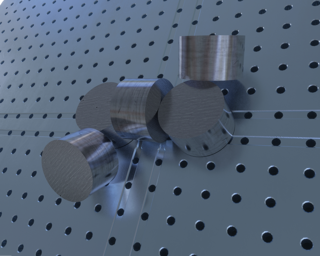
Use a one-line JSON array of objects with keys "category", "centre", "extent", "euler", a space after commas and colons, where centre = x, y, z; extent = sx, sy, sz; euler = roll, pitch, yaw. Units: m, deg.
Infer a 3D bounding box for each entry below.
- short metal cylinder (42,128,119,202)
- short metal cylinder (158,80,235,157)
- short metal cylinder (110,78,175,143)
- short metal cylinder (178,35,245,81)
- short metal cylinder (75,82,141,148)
[{"category": "short metal cylinder", "centre": [-0.100, 0.045, 0.389], "extent": [0.080, 0.050, 0.079], "euler": [9, 110, 26]}, {"category": "short metal cylinder", "centre": [0.045, -0.012, 0.374], "extent": [0.080, 0.050, 0.080], "euler": [-13, 56, 20]}, {"category": "short metal cylinder", "centre": [-0.018, -0.023, 0.395], "extent": [0.050, 0.080, 0.080], "euler": [5, 64, 30]}, {"category": "short metal cylinder", "centre": [0.063, -0.088, 0.385], "extent": [0.080, 0.081, 0.050], "euler": [9, 108, 32]}, {"category": "short metal cylinder", "centre": [-0.070, -0.018, 0.437], "extent": [0.080, 0.050, 0.080], "euler": [-13, 56, 20]}]
